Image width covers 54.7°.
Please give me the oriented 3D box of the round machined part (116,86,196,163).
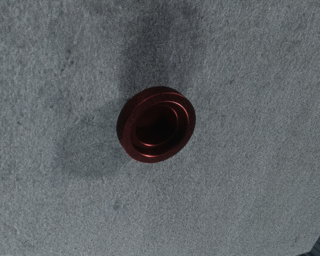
[{"bbox_3d":[-0.008,-0.008,0.388,0.099,0.042,0.097,-14,125,-21],"label":"round machined part"}]
